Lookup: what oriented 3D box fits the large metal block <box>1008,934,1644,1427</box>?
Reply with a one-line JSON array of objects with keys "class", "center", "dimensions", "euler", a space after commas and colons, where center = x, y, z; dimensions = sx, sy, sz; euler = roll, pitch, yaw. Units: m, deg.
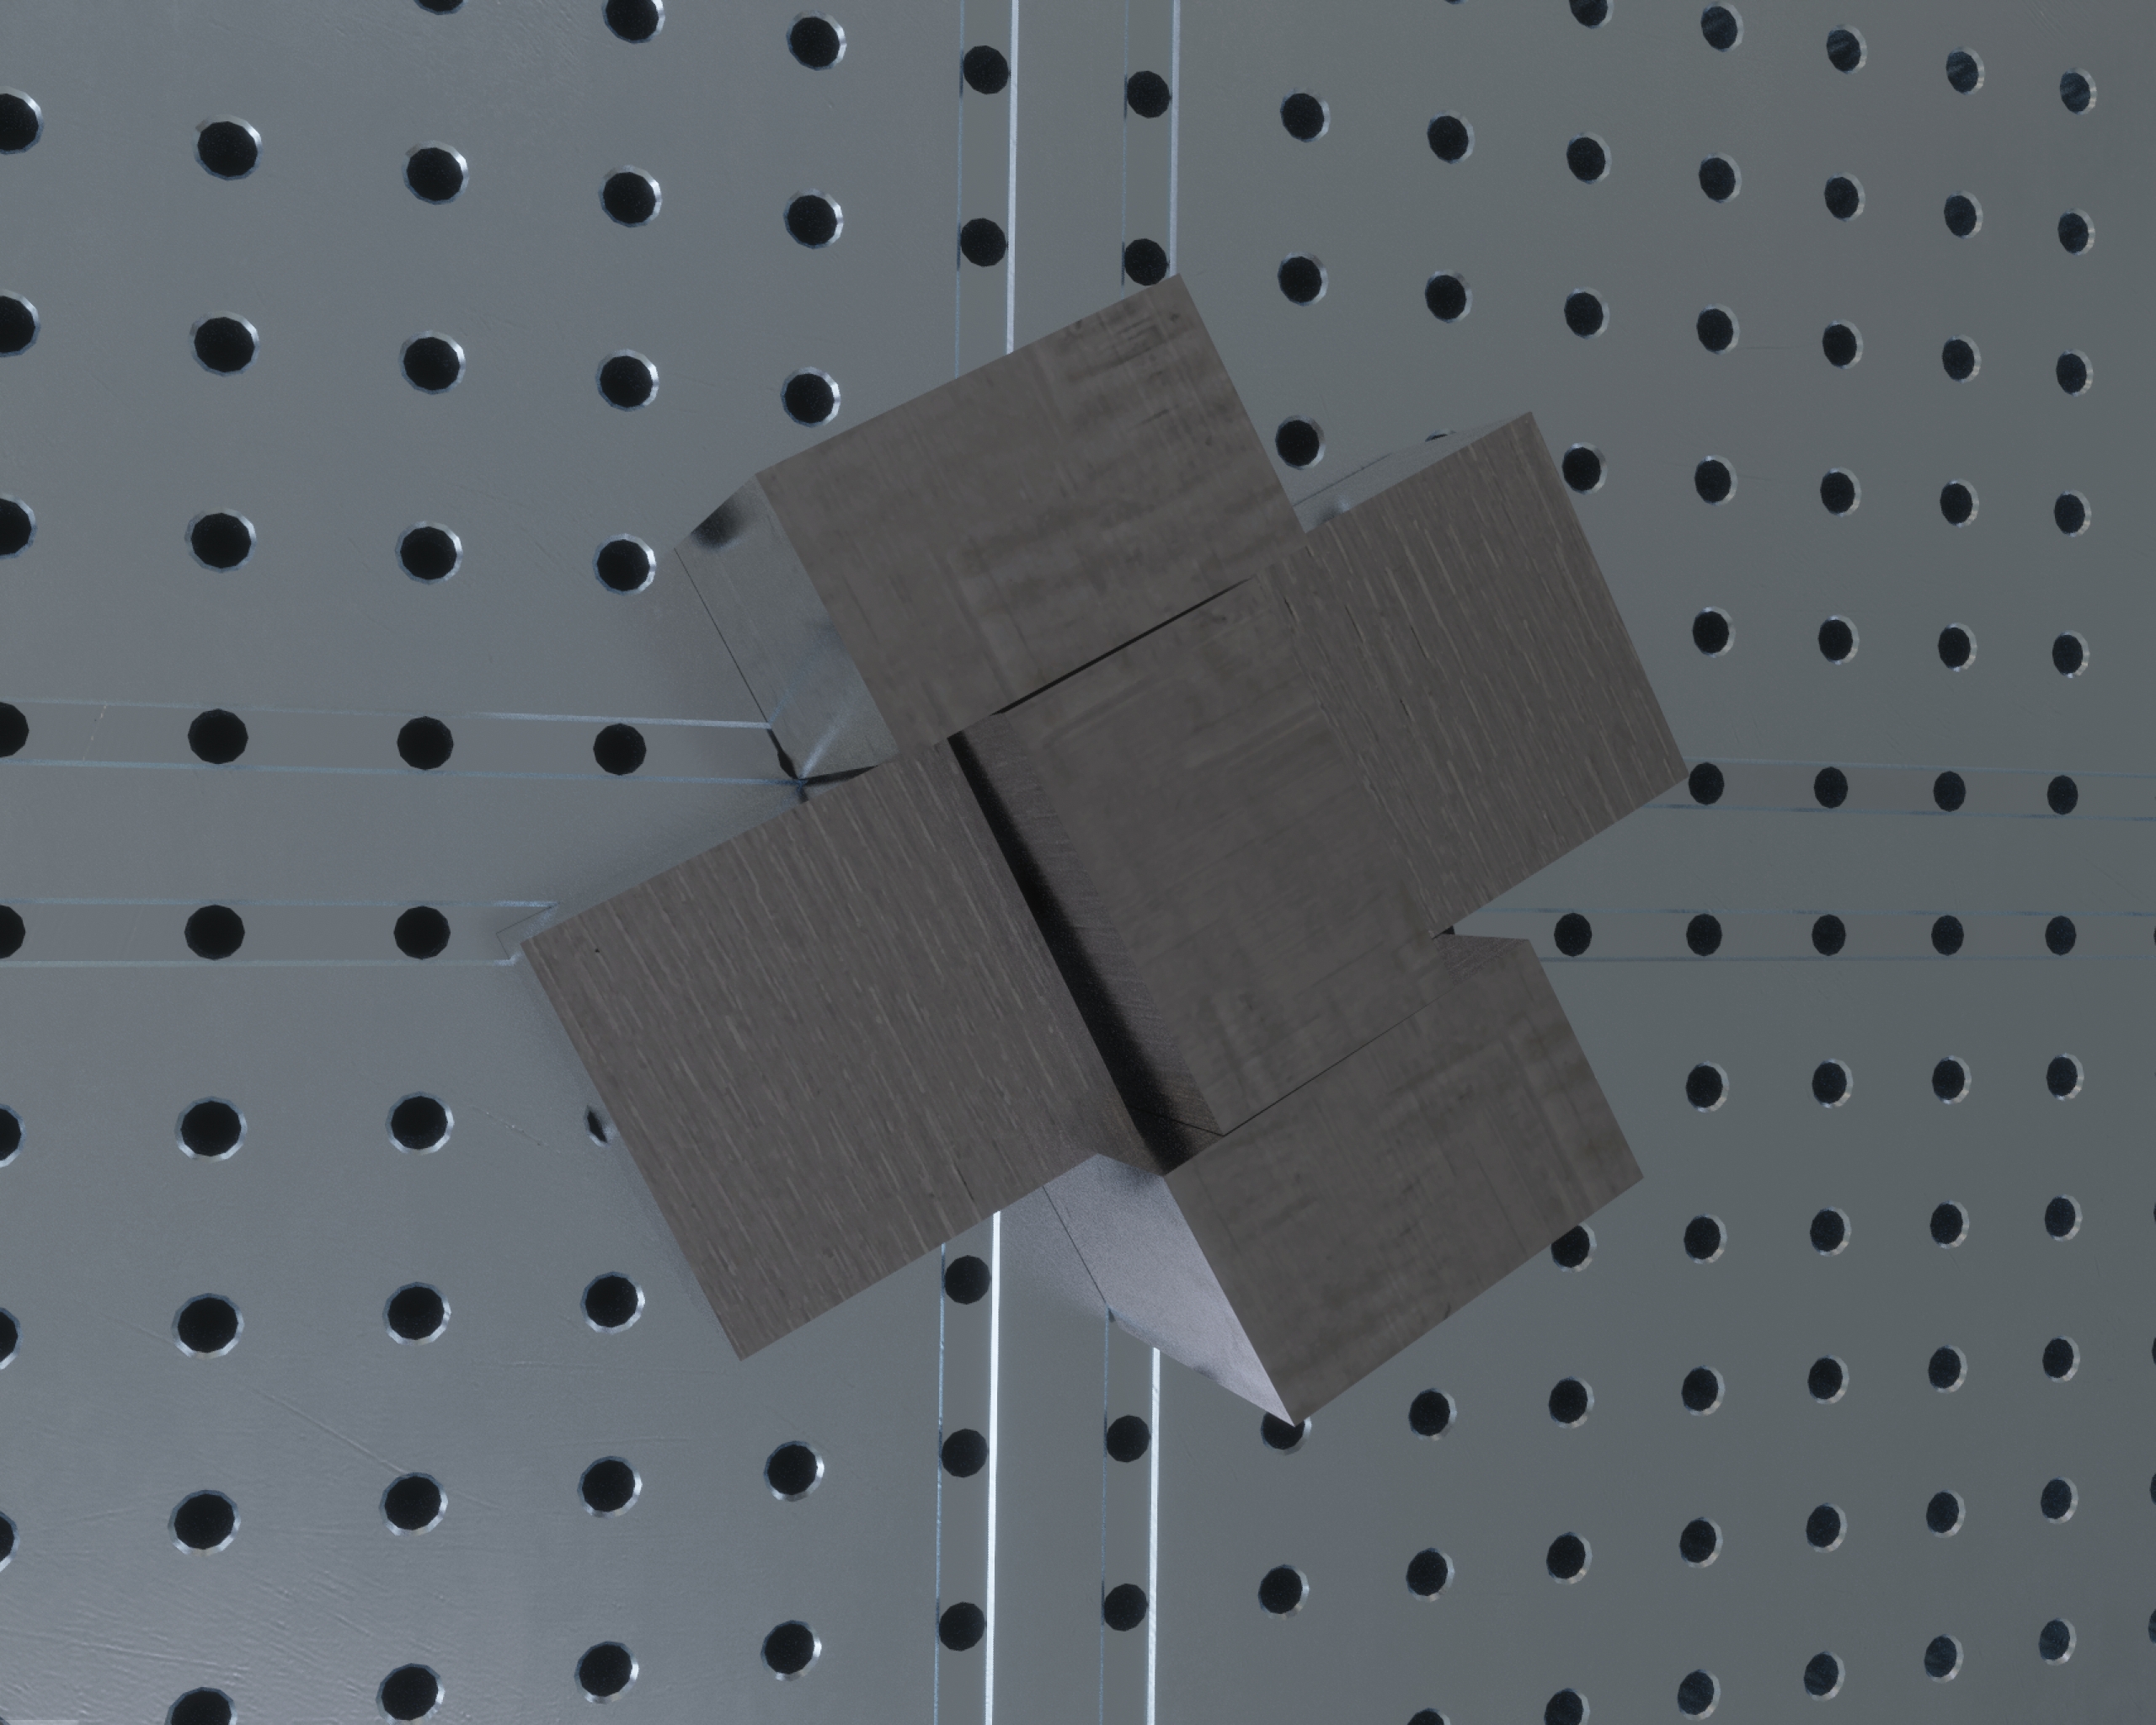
[{"class": "large metal block", "center": [0.044, 0.055, 0.399], "dimensions": [0.080, 0.080, 0.050], "euler": [-30, 100, -18]}]

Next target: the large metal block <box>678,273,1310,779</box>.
[{"class": "large metal block", "center": [-0.019, -0.057, 0.376], "dimensions": [0.080, 0.080, 0.050], "euler": [-30, 100, -17]}]

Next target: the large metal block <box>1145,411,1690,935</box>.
[{"class": "large metal block", "center": [0.063, -0.034, 0.421], "dimensions": [0.080, 0.050, 0.080], "euler": [-30, 102, -17]}]

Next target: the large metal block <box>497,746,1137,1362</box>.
[{"class": "large metal block", "center": [-0.049, 0.031, 0.382], "dimensions": [0.080, 0.050, 0.080], "euler": [-28, 99, -18]}]

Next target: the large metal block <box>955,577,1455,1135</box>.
[{"class": "large metal block", "center": [0.013, -0.001, 0.388], "dimensions": [0.050, 0.080, 0.080], "euler": [-30, 100, -17]}]
